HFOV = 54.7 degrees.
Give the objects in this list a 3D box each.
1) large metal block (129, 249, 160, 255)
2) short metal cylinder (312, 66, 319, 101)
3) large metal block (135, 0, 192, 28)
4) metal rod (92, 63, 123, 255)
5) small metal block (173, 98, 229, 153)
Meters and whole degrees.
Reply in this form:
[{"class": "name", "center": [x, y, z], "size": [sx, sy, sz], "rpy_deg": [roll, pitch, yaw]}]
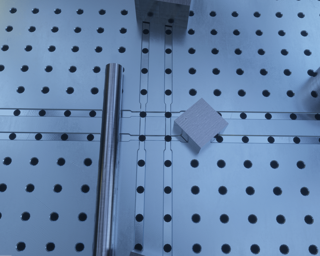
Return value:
[{"class": "large metal block", "center": [-0.015, 0.174, 0.319], "size": [0.050, 0.080, 0.080], "rpy_deg": [15, 71, 5]}, {"class": "short metal cylinder", "center": [0.261, -0.068, 0.427], "size": [0.081, 0.050, 0.080], "rpy_deg": [0, 70, 0]}, {"class": "large metal block", "center": [0.010, -0.208, 0.474], "size": [0.080, 0.050, 0.080], "rpy_deg": [10, 70, 3]}, {"class": "metal rod", "center": [-0.066, 0.054, 0.391], "size": [0.025, 0.025, 0.299], "rpy_deg": [0, 70, 0]}, {"class": "small metal block", "center": [0.054, -0.003, 0.414], "size": [0.050, 0.025, 0.050], "rpy_deg": [-40, 75, -14]}]
